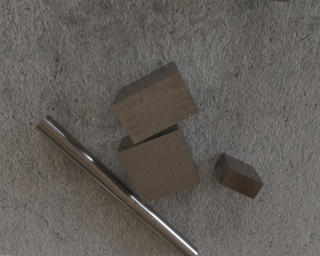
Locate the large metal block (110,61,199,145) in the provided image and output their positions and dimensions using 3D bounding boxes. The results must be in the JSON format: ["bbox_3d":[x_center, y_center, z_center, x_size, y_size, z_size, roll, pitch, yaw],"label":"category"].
[{"bbox_3d":[-0.005,-0.034,0.368,0.080,0.080,0.050,-27,108,9],"label":"large metal block"}]

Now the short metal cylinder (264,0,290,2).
[{"bbox_3d":[0.114,-0.174,0.317,0.050,0.080,0.079,5,110,-2],"label":"short metal cylinder"}]

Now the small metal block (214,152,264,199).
[{"bbox_3d":[0.106,0.064,0.421,0.050,0.050,0.025,25,108,-9],"label":"small metal block"}]

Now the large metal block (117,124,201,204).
[{"bbox_3d":[0.000,0.042,0.412,0.080,0.050,0.080,-21,109,7],"label":"large metal block"}]

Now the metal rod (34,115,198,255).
[{"bbox_3d":[-0.053,0.094,0.443,0.025,0.025,0.300,-41,105,13],"label":"metal rod"}]
